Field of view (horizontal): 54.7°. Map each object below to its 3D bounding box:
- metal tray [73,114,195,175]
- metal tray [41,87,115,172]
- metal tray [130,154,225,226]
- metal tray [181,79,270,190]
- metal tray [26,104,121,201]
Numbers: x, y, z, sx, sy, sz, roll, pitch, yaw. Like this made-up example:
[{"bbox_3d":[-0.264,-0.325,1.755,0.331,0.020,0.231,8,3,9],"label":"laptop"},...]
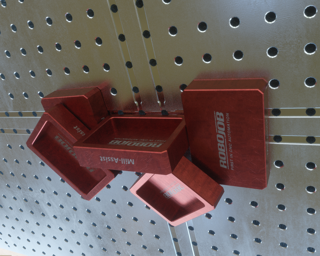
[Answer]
[{"bbox_3d":[-0.031,0.016,0.393,0.130,0.090,0.030,2,119,27],"label":"metal tray"},{"bbox_3d":[-0.115,0.006,0.470,0.090,0.030,0.129,-1,119,28],"label":"metal tray"},{"bbox_3d":[0.017,0.086,0.427,0.090,0.030,0.129,39,146,0],"label":"metal tray"},{"bbox_3d":[0.081,0.009,0.369,0.090,0.030,0.129,3,120,26],"label":"metal tray"},{"bbox_3d":[-0.126,0.038,0.455,0.130,0.030,0.090,44,128,-3],"label":"metal tray"}]
